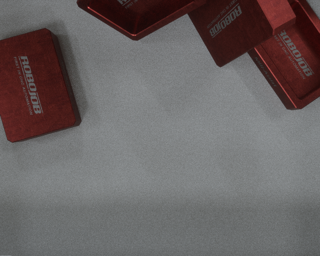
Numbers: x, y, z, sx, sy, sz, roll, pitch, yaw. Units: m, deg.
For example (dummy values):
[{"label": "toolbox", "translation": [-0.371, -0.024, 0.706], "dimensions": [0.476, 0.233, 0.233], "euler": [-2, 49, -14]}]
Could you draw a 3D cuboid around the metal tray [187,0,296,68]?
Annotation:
[{"label": "metal tray", "translation": [0.084, -0.130, 0.356], "dimensions": [0.030, 0.130, 0.090], "euler": [-31, 94, -14]}]

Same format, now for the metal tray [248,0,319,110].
[{"label": "metal tray", "translation": [0.177, -0.100, 0.411], "dimensions": [0.090, 0.030, 0.130], "euler": [-35, 90, -1]}]

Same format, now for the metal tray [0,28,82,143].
[{"label": "metal tray", "translation": [-0.167, -0.054, 0.407], "dimensions": [0.091, 0.030, 0.129], "euler": [-16, 90, -1]}]

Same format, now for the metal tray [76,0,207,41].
[{"label": "metal tray", "translation": [-0.022, -0.151, 0.343], "dimensions": [0.090, 0.130, 0.030], "euler": [24, 69, -36]}]
